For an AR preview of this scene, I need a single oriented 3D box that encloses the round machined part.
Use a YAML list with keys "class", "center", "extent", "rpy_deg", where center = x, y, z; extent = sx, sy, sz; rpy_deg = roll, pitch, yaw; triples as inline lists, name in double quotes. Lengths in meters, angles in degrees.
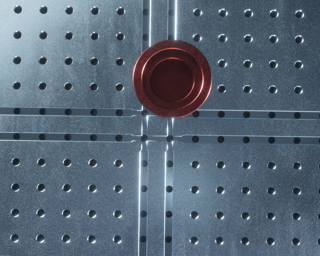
- class: "round machined part"
  center: [0.016, -0.061, 0.405]
  extent: [0.099, 0.042, 0.097]
  rpy_deg: [0, 90, 0]
